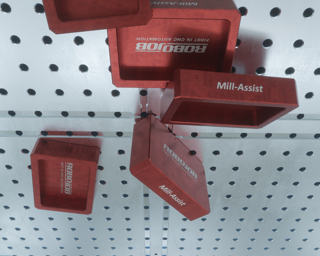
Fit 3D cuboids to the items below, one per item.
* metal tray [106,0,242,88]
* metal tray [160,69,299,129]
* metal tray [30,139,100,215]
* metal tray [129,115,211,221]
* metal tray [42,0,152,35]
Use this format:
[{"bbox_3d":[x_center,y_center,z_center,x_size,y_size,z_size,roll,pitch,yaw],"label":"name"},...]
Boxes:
[{"bbox_3d":[0.013,-0.088,0.333,0.131,0.030,0.089,1,130,-1],"label":"metal tray"},{"bbox_3d":[0.072,-0.028,0.348,0.131,0.030,0.090,3,164,-9],"label":"metal tray"},{"bbox_3d":[-0.144,0.079,0.474,0.091,0.030,0.129,9,130,-8],"label":"metal tray"},{"bbox_3d":[0.016,0.054,0.414,0.030,0.090,0.130,-31,124,23],"label":"metal tray"},{"bbox_3d":[-0.058,-0.150,0.257,0.090,0.030,0.129,-5,114,4],"label":"metal tray"}]
